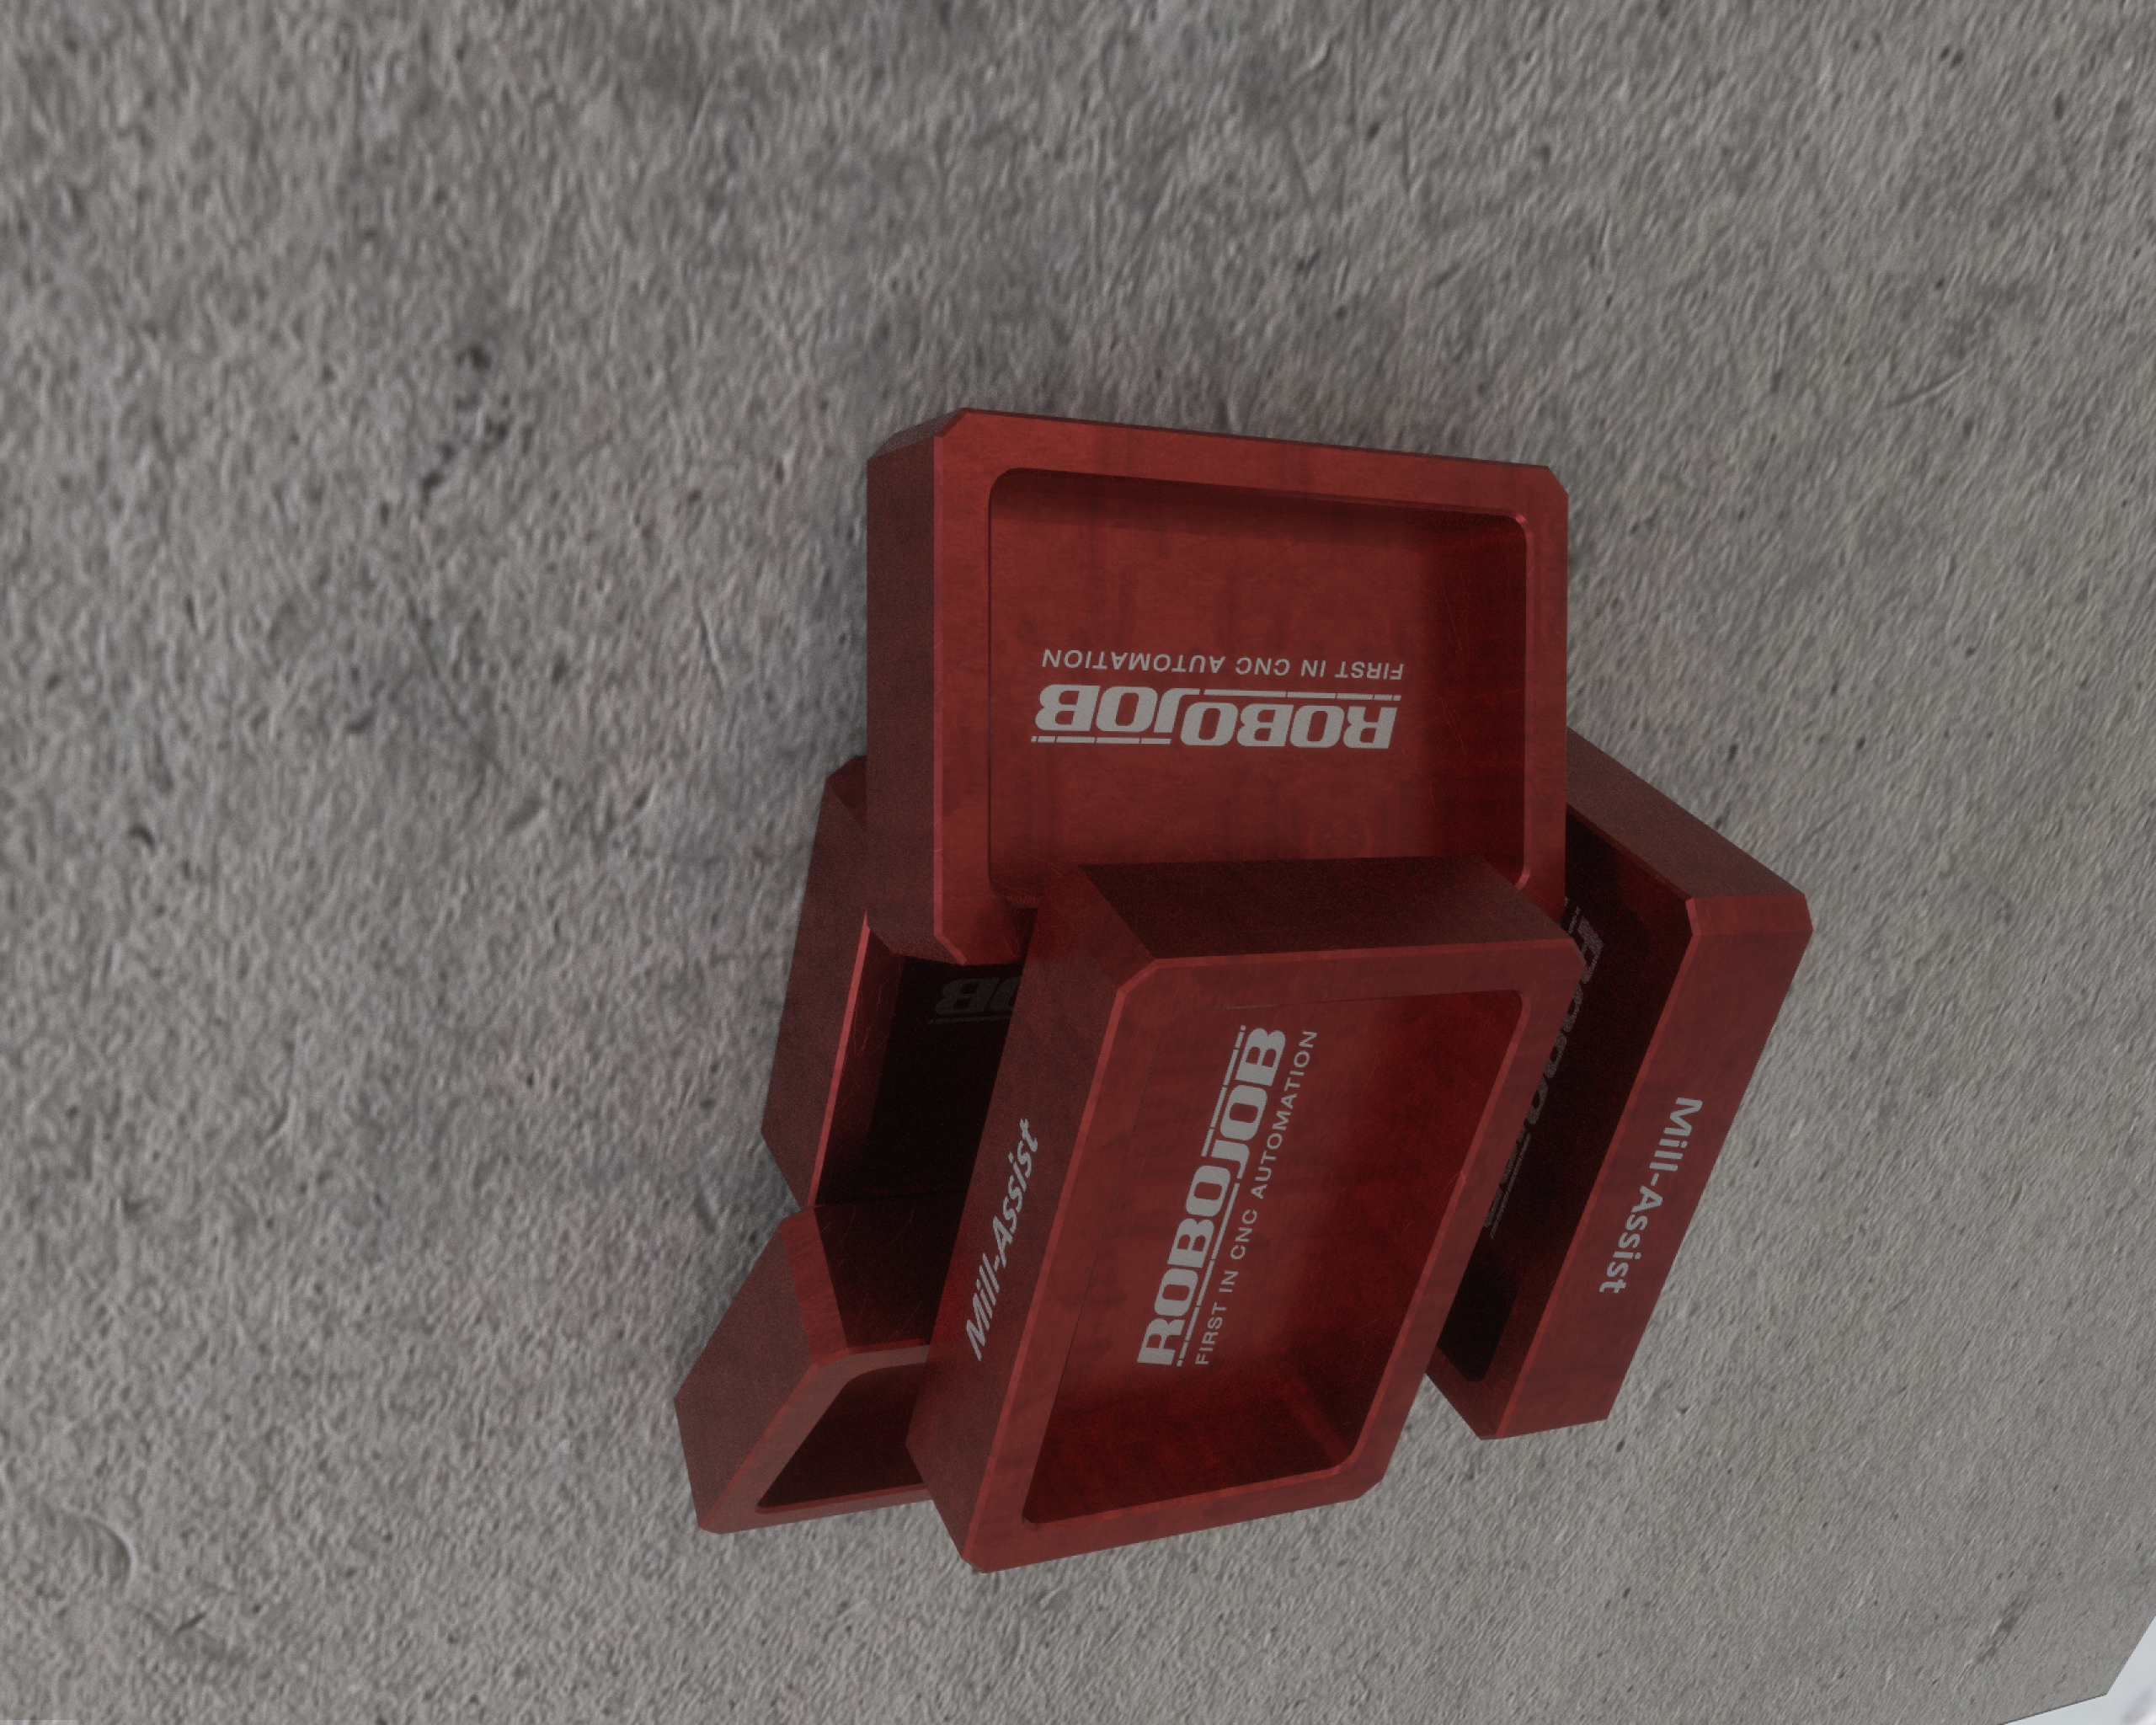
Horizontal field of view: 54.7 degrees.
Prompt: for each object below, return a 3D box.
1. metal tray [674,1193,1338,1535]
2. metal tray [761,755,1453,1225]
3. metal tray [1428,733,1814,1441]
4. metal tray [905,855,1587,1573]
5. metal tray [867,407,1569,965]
[{"bbox_3d":[-0.009,0.101,0.438,0.131,0.030,0.089,0,144,-29],"label":"metal tray"},{"bbox_3d":[0.008,0.025,0.423,0.131,0.030,0.089,-1,119,-28],"label":"metal tray"},{"bbox_3d":[0.093,0.044,0.442,0.030,0.090,0.129,-1,119,-28],"label":"metal tray"},{"bbox_3d":[0.027,0.062,0.369,0.091,0.030,0.129,-1,121,-28],"label":"metal tray"},{"bbox_3d":[0.028,-0.029,0.376,0.131,0.030,0.089,-1,92,-28],"label":"metal tray"}]
